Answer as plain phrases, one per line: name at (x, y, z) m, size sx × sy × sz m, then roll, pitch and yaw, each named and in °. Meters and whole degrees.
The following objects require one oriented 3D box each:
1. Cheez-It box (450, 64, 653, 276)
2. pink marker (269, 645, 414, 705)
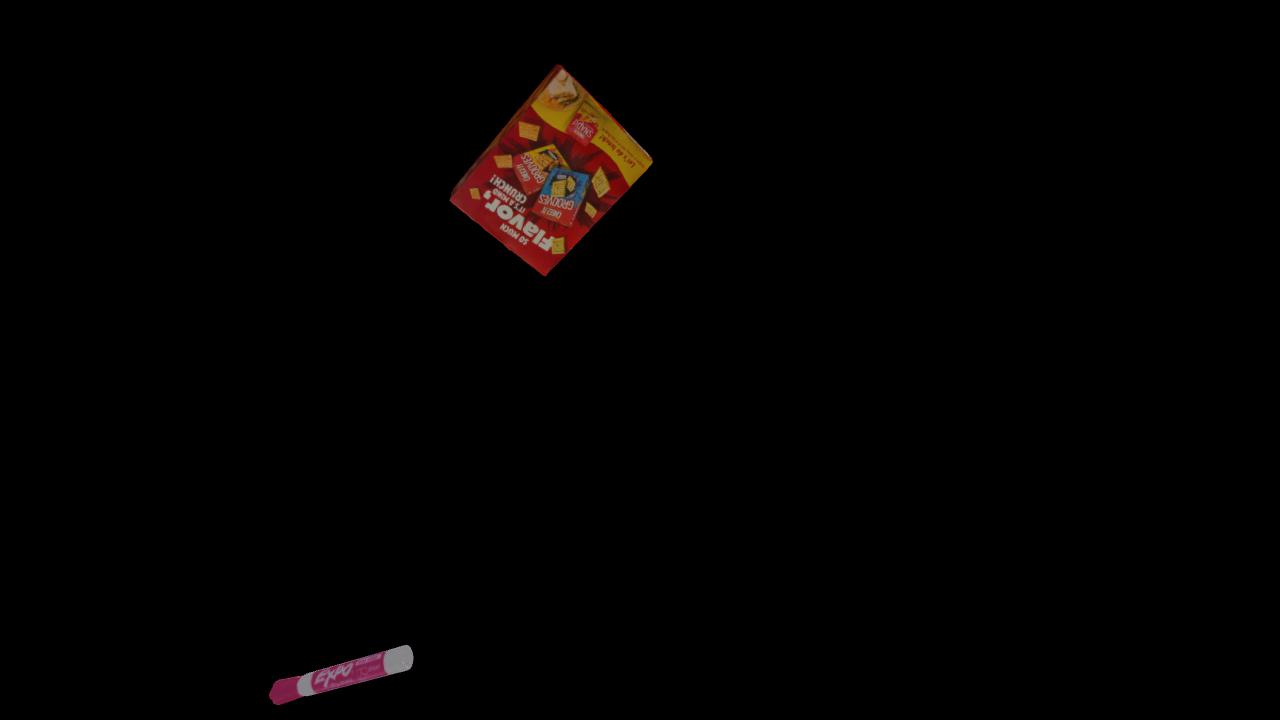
Cheez-It box at (-0.119, -0.247, 0.826) m, size 0.166 × 0.223 × 0.071 m, roll 38°, pitch 16°, yaw -28°
pink marker at (-0.240, 0.252, 0.491) m, size 0.121 × 0.020 × 0.020 m, roll -18°, pitch -2°, yaw 7°
